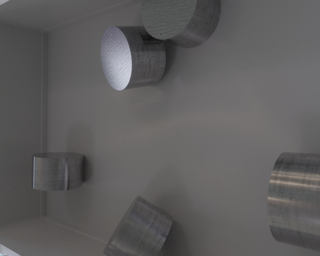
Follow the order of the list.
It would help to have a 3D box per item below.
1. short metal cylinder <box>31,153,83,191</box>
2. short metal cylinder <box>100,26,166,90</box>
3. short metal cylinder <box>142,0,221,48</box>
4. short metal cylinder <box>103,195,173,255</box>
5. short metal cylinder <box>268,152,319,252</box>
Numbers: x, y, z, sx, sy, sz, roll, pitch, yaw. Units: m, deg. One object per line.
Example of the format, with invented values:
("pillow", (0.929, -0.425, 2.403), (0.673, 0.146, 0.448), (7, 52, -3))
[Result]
("short metal cylinder", (-0.168, 0.069, 0.510), (0.080, 0.081, 0.050), (4, 93, 40))
("short metal cylinder", (-0.037, -0.092, 0.406), (0.080, 0.050, 0.079), (24, 121, 49))
("short metal cylinder", (0.025, -0.141, 0.370), (0.080, 0.050, 0.080), (0, 90, 40))
("short metal cylinder", (-0.027, 0.131, 0.384), (0.050, 0.080, 0.080), (32, 114, 0))
("short metal cylinder", (0.131, 0.062, 0.263), (0.050, 0.081, 0.080), (0, 90, 40))
